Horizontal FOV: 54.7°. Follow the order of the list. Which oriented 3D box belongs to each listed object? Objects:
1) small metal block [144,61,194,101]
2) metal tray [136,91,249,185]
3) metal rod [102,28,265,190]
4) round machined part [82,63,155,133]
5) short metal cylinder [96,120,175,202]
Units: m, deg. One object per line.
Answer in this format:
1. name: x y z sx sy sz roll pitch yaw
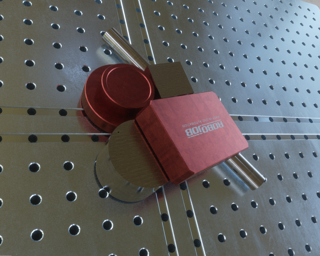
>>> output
1. small metal block: 0.010 -0.059 0.415 0.050 0.025 0.050 -13 71 -28
2. metal tray: 0.044 0.005 0.371 0.131 0.030 0.090 -14 69 -47
3. metal rod: 0.031 -0.029 0.438 0.300 0.025 0.025 45 51 3
4. round machined part: -0.046 -0.043 0.393 0.099 0.042 0.098 13 57 -20
5. short metal cylinder: -0.026 0.037 0.350 0.081 0.050 0.080 14 56 -21
